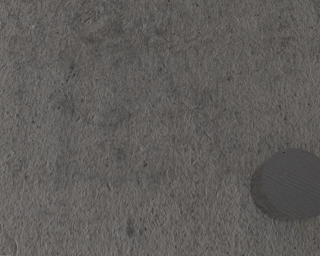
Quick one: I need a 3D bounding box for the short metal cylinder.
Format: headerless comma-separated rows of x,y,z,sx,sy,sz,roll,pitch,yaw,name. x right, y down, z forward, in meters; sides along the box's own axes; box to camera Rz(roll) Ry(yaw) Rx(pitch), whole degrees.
0.155,0.069,0.370,0.081,0.050,0.080,0,70,0,short metal cylinder
